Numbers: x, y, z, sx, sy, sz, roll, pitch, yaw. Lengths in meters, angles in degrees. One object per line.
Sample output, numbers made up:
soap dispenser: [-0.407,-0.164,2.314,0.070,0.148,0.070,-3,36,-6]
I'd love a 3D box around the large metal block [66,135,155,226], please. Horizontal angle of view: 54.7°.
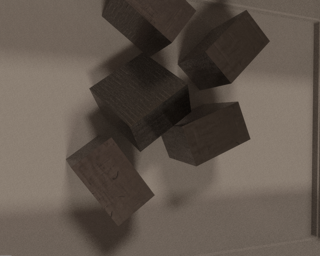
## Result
large metal block: [-0.061,0.056,0.360,0.050,0.080,0.080,-38,103,-16]

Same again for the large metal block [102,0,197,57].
large metal block: [-0.016,-0.139,0.376,0.080,0.080,0.050,39,78,-16]

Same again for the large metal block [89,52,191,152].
large metal block: [-0.022,-0.033,0.368,0.080,0.080,0.050,-38,147,-16]

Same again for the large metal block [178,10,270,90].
large metal block: [0.082,-0.099,0.413,0.080,0.080,0.050,-47,105,-14]

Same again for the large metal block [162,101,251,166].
large metal block: [0.054,0.005,0.402,0.081,0.080,0.050,-24,100,-19]
